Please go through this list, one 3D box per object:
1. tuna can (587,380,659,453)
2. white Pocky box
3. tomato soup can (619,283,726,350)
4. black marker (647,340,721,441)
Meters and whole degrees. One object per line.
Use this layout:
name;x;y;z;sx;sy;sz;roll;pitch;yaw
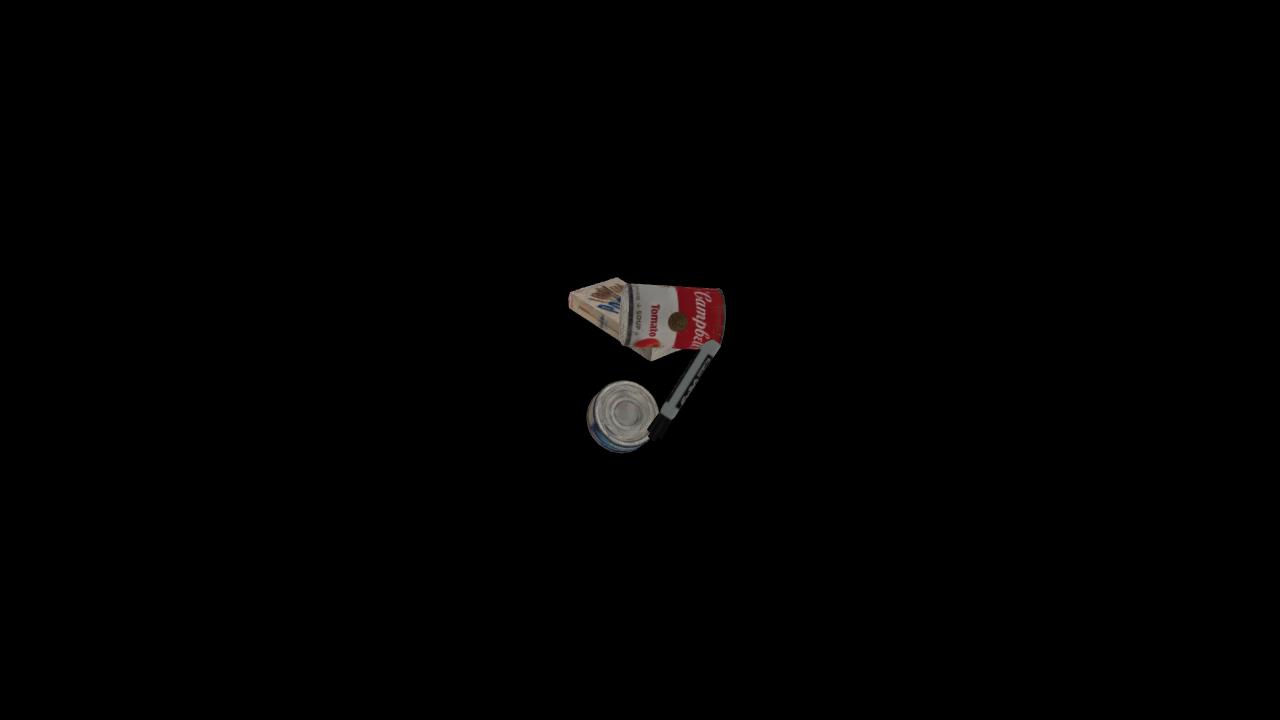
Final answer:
tuna can;-0.020;0.068;0.739;0.084;0.084;0.034;0;-19;-20
white Pocky box;-0.009;-0.053;0.762;0.084;0.028;0.154;-23;44;-38
tomato soup can;0.032;-0.045;0.645;0.101;0.068;0.068;3;0;-9
black marker;0.044;0.031;0.637;0.020;0.121;0.020;33;0;0
